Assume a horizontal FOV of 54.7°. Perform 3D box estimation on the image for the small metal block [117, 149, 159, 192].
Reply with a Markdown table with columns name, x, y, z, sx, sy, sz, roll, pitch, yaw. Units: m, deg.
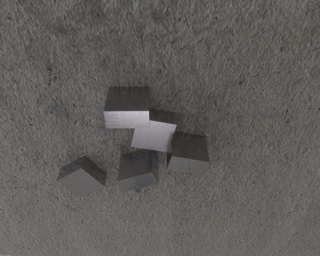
| name | x | y | z | sx | sy | sz | roll | pitch | yaw |
| --- | --- | --- | --- | --- | --- | --- | --- | --- | --- |
| small metal block | -0.030 | 0.058 | 0.440 | 0.050 | 0.050 | 0.025 | -16 | 128 | 13 |

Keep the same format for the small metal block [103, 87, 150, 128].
| name | x | y | z | sx | sy | sz | roll | pitch | yaw |
| --- | --- | --- | --- | --- | --- | --- | --- | --- | --- |
| small metal block | -0.037 | -0.025 | 0.369 | 0.050 | 0.050 | 0.025 | 0 | 130 | 0 |

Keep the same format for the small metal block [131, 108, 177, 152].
| name | x | y | z | sx | sy | sz | roll | pitch | yaw |
| --- | --- | --- | --- | --- | --- | --- | --- | --- | --- |
| small metal block | -0.009 | 0.002 | 0.409 | 0.050 | 0.025 | 0.050 | 9 | 130 | -8 |

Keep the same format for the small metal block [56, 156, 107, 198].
| name | x | y | z | sx | sy | sz | roll | pitch | yaw |
| --- | --- | --- | --- | --- | --- | --- | --- | --- | --- |
| small metal block | -0.118 | 0.075 | 0.470 | 0.050 | 0.025 | 0.050 | -27 | 125 | 21 |

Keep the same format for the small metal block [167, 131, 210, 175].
| name | x | y | z | sx | sy | sz | roll | pitch | yaw |
| --- | --- | --- | --- | --- | --- | --- | --- | --- | --- |
| small metal block | 0.036 | 0.033 | 0.419 | 0.050 | 0.050 | 0.025 | 10 | 129 | -9 |
